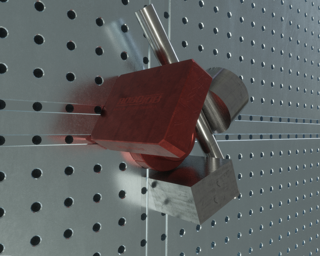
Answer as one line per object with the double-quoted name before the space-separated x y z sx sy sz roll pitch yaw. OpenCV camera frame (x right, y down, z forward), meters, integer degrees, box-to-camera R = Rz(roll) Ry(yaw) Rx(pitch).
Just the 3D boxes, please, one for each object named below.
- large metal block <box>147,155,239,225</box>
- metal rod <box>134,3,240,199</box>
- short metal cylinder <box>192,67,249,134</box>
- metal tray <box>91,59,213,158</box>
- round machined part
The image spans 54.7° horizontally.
"large metal block" 0.044 0.077 0.413 0.081 0.080 0.050 -25 106 -38
"metal rod" 0.046 -0.020 0.422 0.025 0.025 0.299 -43 116 -32
"short metal cylinder" 0.077 -0.039 0.439 0.050 0.080 0.080 -45 117 -31
"metal tray" -0.014 -0.019 0.331 0.030 0.130 0.090 34 69 -35
"round machined part" 0.009 0.009 0.407 0.099 0.042 0.097 0 90 -40
